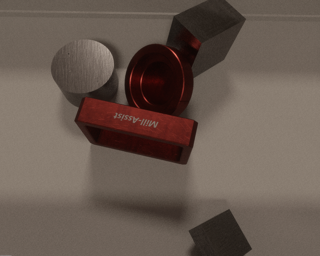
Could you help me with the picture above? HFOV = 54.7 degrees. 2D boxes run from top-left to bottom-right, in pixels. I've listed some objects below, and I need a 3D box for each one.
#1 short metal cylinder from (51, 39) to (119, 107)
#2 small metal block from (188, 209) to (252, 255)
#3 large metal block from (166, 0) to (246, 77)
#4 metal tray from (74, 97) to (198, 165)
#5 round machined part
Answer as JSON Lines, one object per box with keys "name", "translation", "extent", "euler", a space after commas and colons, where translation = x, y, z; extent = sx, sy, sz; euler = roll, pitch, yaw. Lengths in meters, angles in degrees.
{"name": "short metal cylinder", "translation": [-0.100, -0.072, 0.422], "extent": [0.081, 0.050, 0.080], "euler": [0, 70, 0]}
{"name": "small metal block", "translation": [0.069, 0.127, 0.352], "extent": [0.050, 0.025, 0.050], "euler": [-12, 66, -40]}
{"name": "large metal block", "translation": [0.056, -0.118, 0.416], "extent": [0.080, 0.080, 0.050], "euler": [-34, 73, -25]}
{"name": "metal tray", "translation": [-0.026, 0.007, 0.372], "extent": [0.131, 0.090, 0.030], "euler": [12, 71, 4]}
{"name": "round machined part", "translation": [0.003, -0.057, 0.403], "extent": [0.098, 0.042, 0.097], "euler": [3, 95, 39]}
